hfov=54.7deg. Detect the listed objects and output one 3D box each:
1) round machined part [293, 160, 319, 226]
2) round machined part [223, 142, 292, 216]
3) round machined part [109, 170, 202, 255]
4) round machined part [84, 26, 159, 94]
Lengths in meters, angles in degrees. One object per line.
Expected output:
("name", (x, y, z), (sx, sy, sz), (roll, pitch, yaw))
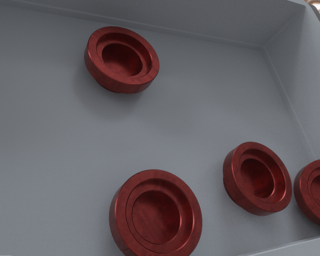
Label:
("round machined part", (0.244, 0.099, 0.456), (0.099, 0.042, 0.098), (2, 64, -4))
("round machined part", (0.126, 0.071, 0.422), (0.099, 0.042, 0.098), (14, 56, -21))
("round machined part", (-0.008, 0.098, 0.332), (0.099, 0.042, 0.098), (14, 56, -21))
("round machined part", (-0.054, -0.086, 0.420), (0.099, 0.042, 0.098), (14, 56, -21))
